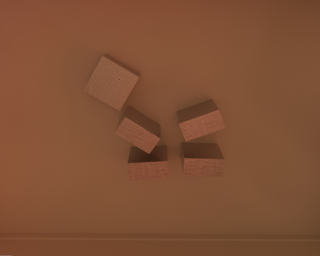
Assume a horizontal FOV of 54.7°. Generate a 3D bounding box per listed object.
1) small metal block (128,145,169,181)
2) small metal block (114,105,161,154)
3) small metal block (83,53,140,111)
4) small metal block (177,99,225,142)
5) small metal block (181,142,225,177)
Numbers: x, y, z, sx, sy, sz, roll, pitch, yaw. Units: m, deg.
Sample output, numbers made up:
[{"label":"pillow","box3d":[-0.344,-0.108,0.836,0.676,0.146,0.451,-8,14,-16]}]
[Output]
[{"label":"small metal block","box3d":[-0.015,0.046,0.415,0.050,0.050,0.025,-3,110,1]},{"label":"small metal block","box3d":[-0.027,0.001,0.398,0.050,0.050,0.025,32,107,-12]},{"label":"small metal block","box3d":[-0.060,-0.058,0.389,0.050,0.025,0.050,29,107,-11]},{"label":"small metal block","box3d":[0.050,-0.011,0.395,0.050,0.050,0.025,-20,109,7]},{"label":"small metal block","box3d":[0.055,0.041,0.414,0.050,0.050,0.025,2,110,-1]}]
